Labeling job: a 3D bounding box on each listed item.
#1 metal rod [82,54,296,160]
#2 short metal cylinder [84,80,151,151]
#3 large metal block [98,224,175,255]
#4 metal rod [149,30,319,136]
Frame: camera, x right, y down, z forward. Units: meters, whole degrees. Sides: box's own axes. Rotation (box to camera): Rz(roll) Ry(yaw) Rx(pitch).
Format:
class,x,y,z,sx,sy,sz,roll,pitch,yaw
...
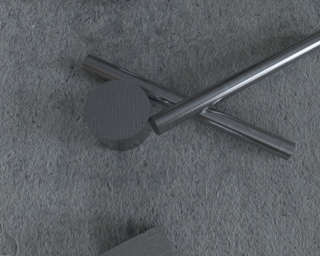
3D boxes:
class,x,y,z,sx,sy,sz,roll,pitch,yaw
metal rod,0.032,-0.032,0.419,0.301,0.025,0.025,25,72,8
short metal cylinder,-0.052,-0.015,0.400,0.081,0.050,0.080,0,70,0
large metal block,-0.019,0.161,0.336,0.080,0.050,0.080,-25,72,-9
metal rod,0.120,-0.070,0.416,0.302,0.025,0.025,-28,73,-17
